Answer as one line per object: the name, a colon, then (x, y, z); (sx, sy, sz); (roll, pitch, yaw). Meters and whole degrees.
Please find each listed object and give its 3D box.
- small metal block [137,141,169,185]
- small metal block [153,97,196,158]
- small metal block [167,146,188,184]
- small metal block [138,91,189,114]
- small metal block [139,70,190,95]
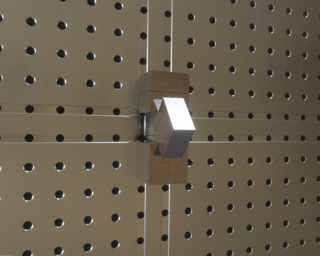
small metal block: (-0.010, 0.043, 0.396); (0.025, 0.050, 0.050); (2, 90, -20)
small metal block: (0.015, 0.000, 0.362); (0.025, 0.050, 0.050); (1, 48, -20)
small metal block: (0.014, 0.044, 0.404); (0.025, 0.050, 0.050); (2, 90, -20)
small metal block: (0.003, -0.031, 0.401); (0.050, 0.050, 0.025); (2, 90, -20)
small metal block: (0.004, -0.056, 0.401); (0.050, 0.050, 0.025); (2, 90, -20)
